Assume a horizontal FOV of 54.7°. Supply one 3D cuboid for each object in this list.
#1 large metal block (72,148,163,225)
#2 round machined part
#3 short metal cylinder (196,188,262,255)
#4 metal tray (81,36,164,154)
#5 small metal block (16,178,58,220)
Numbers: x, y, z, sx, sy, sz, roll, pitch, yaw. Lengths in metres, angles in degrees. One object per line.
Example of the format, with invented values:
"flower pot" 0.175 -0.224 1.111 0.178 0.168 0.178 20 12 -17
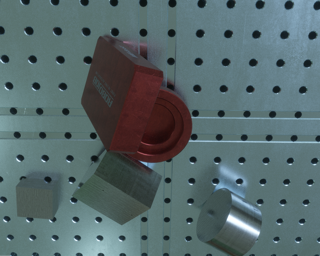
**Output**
"large metal block" -0.057 0.077 0.410 0.080 0.050 0.080 35 136 -12
"round machined part" -0.010 -0.008 0.401 0.099 0.042 0.097 0 109 -1
"short metal cylinder" 0.095 0.132 0.433 0.050 0.080 0.080 31 107 -11
"metal tray" -0.049 -0.041 0.341 0.030 0.130 0.089 9 112 -31
"small metal block" -0.177 0.102 0.450 0.050 0.025 0.050 6 110 -2
